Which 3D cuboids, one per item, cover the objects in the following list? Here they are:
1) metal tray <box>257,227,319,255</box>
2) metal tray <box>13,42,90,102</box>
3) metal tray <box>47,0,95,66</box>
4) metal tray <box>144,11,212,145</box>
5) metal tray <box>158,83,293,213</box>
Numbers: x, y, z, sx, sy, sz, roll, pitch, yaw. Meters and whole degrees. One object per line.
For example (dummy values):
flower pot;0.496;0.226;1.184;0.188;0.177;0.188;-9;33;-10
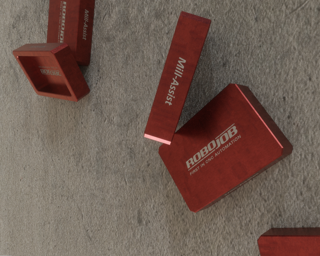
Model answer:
metal tray;0.149;0.159;0.279;0.090;0.030;0.129;-16;80;38
metal tray;-0.185;-0.095;0.523;0.130;0.030;0.090;12;134;39
metal tray;-0.155;-0.173;0.529;0.090;0.030;0.129;10;96;39
metal tray;0.019;-0.056;0.346;0.030;0.090;0.129;18;104;1
metal tray;0.066;0.025;0.348;0.129;0.030;0.090;-44;64;31
